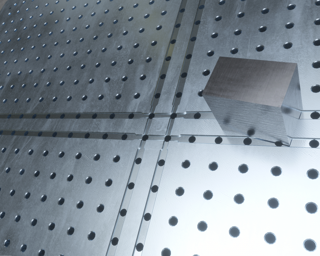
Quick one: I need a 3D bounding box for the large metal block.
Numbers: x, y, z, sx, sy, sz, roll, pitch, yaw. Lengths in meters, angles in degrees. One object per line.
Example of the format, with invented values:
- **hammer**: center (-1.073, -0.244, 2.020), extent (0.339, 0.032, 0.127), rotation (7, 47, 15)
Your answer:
- **large metal block**: center (0.103, -0.029, 0.337), extent (0.080, 0.080, 0.050), rotation (14, 69, 34)
